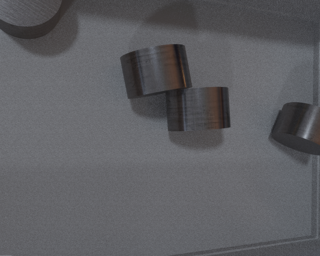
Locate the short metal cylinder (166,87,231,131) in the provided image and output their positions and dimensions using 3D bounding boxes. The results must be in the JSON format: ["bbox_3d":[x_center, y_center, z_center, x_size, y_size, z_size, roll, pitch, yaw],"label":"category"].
[{"bbox_3d":[0.049,-0.024,0.401,0.081,0.080,0.050,-5,92,-20],"label":"short metal cylinder"}]

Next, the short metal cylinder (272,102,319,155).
[{"bbox_3d":[0.216,0.002,0.463,0.080,0.080,0.050,27,81,-18],"label":"short metal cylinder"}]

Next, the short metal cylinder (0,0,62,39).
[{"bbox_3d":[-0.151,-0.144,0.341,0.081,0.050,0.079,0,90,-20],"label":"short metal cylinder"}]

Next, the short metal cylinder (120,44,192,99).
[{"bbox_3d":[-0.004,-0.068,0.381,0.081,0.080,0.050,-12,94,-20],"label":"short metal cylinder"}]
